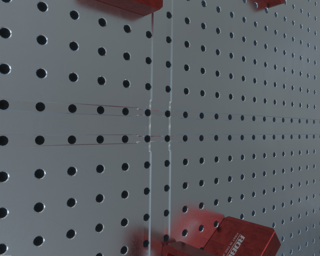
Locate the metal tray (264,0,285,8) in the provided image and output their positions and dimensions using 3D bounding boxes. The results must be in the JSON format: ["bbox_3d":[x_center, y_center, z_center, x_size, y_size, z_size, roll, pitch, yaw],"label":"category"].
[{"bbox_3d":[0.198,-0.302,0.569,0.130,0.030,0.090,40,66,-33],"label":"metal tray"}]

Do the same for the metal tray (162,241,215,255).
[{"bbox_3d":[0.039,0.224,0.398,0.030,0.090,0.129,7,85,-40],"label":"metal tray"}]

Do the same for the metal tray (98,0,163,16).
[{"bbox_3d":[-0.039,-0.213,0.371,0.091,0.030,0.129,2,89,-40],"label":"metal tray"}]

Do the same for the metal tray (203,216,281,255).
[{"bbox_3d":[0.106,0.196,0.454,0.131,0.090,0.030,-44,117,-31],"label":"metal tray"}]
